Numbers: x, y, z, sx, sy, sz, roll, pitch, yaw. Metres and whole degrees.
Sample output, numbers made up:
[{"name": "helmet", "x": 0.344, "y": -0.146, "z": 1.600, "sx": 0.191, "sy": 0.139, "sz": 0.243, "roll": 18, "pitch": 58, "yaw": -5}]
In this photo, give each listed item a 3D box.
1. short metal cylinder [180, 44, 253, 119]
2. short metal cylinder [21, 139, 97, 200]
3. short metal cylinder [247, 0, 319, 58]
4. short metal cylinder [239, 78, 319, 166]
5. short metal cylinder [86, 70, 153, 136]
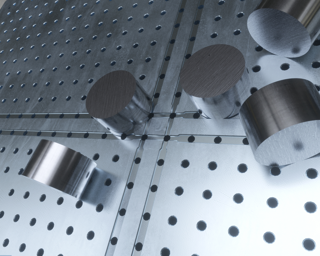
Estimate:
[{"name": "short metal cylinder", "x": 0.072, "y": -0.058, "z": 0.390, "sx": 0.080, "sy": 0.050, "sz": 0.080, "roll": -13, "pitch": 56, "yaw": 21}, {"name": "short metal cylinder", "x": -0.131, "y": 0.056, "z": 0.408, "sx": 0.080, "sy": 0.080, "sz": 0.050, "roll": 10, "pitch": 67, "yaw": 32}, {"name": "short metal cylinder", "x": 0.154, "y": -0.131, "z": 0.372, "sx": 0.080, "sy": 0.080, "sz": 0.050, "roll": 28, "pitch": 77, "yaw": 37}, {"name": "short metal cylinder", "x": 0.126, "y": -0.004, "z": 0.309, "sx": 0.080, "sy": 0.080, "sz": 0.050, "roll": -22, "pitch": 54, "yaw": 15}, {"name": "short metal cylinder", "x": -0.058, "y": -0.036, "z": 0.445, "sx": 0.080, "sy": 0.050, "sz": 0.080, "roll": -13, "pitch": 56, "yaw": 21}]
